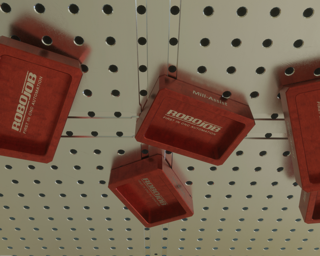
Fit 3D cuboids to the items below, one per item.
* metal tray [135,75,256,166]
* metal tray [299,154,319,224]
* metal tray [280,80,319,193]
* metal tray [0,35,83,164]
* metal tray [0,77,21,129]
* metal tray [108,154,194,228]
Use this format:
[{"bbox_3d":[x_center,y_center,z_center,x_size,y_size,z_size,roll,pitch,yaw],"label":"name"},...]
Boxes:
[{"bbox_3d":[0.043,-0.005,0.403,0.131,0.030,0.089,18,128,-15],"label":"metal tray"},{"bbox_3d":[0.256,0.085,0.443,0.090,0.030,0.129,-7,130,8],"label":"metal tray"},{"bbox_3d":[0.204,0.005,0.372,0.090,0.030,0.129,-12,98,9],"label":"metal tray"},{"bbox_3d":[-0.152,-0.026,0.352,0.091,0.030,0.129,15,114,-26],"label":"metal tray"},{"bbox_3d":[-0.236,-0.048,0.365,0.090,0.030,0.130,-24,126,19],"label":"metal tray"},{"bbox_3d":[-0.011,0.106,0.497,0.090,0.030,0.130,-20,128,16],"label":"metal tray"}]
